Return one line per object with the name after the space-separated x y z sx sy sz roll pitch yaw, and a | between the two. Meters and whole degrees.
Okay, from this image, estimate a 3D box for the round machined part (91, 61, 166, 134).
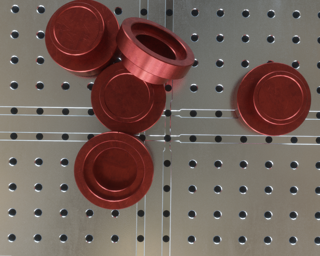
-0.041 -0.040 0.404 0.099 0.042 0.097 0 90 -1 | round machined part

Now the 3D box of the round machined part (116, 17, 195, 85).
-0.009 -0.092 0.387 0.098 0.098 0.042 34 125 0 | round machined part

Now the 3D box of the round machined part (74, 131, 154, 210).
-0.057 0.052 0.402 0.099 0.042 0.097 0 93 0 | round machined part

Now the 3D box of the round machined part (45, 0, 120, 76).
-0.101 -0.120 0.398 0.099 0.042 0.097 0 85 3 | round machined part

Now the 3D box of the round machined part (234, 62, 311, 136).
0.151 -0.038 0.407 0.099 0.042 0.097 0 90 -1 | round machined part
